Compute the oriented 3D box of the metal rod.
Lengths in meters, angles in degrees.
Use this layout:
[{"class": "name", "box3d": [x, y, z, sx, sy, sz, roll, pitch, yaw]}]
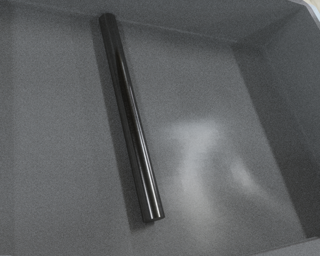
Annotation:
[{"class": "metal rod", "box3d": [-0.043, -0.030, 0.402, 0.025, 0.025, 0.299, -1, 62, -29]}]
